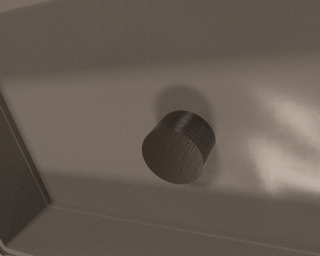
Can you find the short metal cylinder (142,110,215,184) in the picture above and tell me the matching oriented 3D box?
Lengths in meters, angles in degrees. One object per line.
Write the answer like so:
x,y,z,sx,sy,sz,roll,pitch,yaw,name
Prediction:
0.024,0.024,0.394,0.080,0.050,0.079,13,124,20,short metal cylinder
